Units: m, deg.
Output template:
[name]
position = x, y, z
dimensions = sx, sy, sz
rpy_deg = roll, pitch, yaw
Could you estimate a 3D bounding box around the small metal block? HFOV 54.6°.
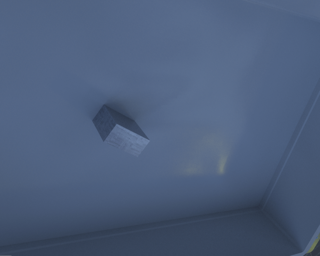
[small metal block]
position = -0.047, 0.003, 0.368
dimensions = 0.050, 0.050, 0.025
rpy_deg = 29, 102, -38
